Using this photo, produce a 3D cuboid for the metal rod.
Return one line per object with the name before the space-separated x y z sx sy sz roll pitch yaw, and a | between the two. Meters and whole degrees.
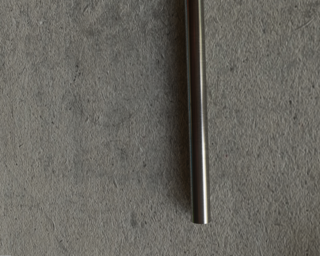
metal rod | 0.047 -0.032 0.391 0.025 0.025 0.298 -2 89 19
